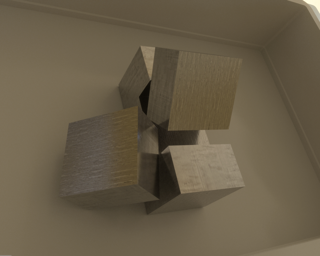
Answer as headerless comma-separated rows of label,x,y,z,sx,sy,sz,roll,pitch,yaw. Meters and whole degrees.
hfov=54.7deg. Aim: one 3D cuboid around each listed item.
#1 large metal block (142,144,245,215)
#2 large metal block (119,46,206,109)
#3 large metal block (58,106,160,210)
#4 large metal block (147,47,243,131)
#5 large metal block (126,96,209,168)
large metal block,0.033,0.058,0.351,0.081,0.080,0.050,0,62,-29
large metal block,0.001,-0.057,0.404,0.081,0.080,0.050,-1,63,-29
large metal block,-0.048,0.032,0.313,0.050,0.080,0.080,51,32,-54
large metal block,0.037,-0.043,0.344,0.081,0.079,0.050,-1,17,-29
large metal block,0.009,0.008,0.391,0.081,0.050,0.080,-1,62,-29
